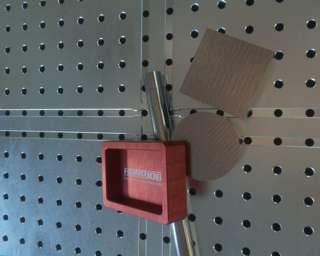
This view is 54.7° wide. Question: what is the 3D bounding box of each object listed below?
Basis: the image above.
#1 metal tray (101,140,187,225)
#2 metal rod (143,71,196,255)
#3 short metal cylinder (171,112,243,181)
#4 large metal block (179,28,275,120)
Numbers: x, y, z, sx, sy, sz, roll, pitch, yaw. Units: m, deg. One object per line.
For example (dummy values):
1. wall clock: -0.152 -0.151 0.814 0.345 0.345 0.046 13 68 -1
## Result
1. metal tray: -0.025 0.061 0.386 0.130 0.030 0.089 -2 90 48
2. metal rod: 0.017 0.074 0.405 0.025 0.025 0.298 -12 86 19
3. short metal cylinder: 0.058 0.021 0.378 0.080 0.050 0.079 0 90 19
4. large metal block: 0.081 -0.062 0.370 0.080 0.050 0.080 26 98 17
